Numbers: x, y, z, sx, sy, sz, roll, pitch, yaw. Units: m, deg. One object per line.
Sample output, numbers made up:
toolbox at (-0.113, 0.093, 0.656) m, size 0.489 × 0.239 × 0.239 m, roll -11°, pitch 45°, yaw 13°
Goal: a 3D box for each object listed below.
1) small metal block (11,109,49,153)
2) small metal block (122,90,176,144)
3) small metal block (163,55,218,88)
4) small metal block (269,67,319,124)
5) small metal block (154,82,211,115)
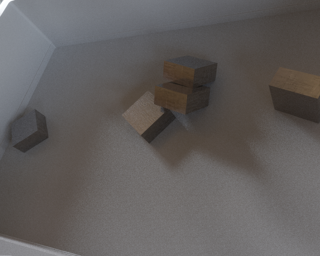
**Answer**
small metal block at (-0.217, 0.005, 0.514) m, size 0.050 × 0.025 × 0.050 m, roll -31°, pitch 52°, yaw 8°
small metal block at (-0.015, -0.016, 0.422) m, size 0.050 × 0.025 × 0.050 m, roll -44°, pitch 51°, yaw -3°
small metal block at (0.040, -0.076, 0.413) m, size 0.050 × 0.025 × 0.050 m, roll 25°, pitch 33°, yaw 36°
small metal block at (0.150, -0.035, 0.332) m, size 0.050 × 0.050 × 0.025 m, roll 25°, pitch 76°, yaw 36°
small metal block at (0.028, -0.041, 0.397) m, size 0.050 × 0.025 × 0.050 m, roll 22°, pitch 29°, yaw 35°
